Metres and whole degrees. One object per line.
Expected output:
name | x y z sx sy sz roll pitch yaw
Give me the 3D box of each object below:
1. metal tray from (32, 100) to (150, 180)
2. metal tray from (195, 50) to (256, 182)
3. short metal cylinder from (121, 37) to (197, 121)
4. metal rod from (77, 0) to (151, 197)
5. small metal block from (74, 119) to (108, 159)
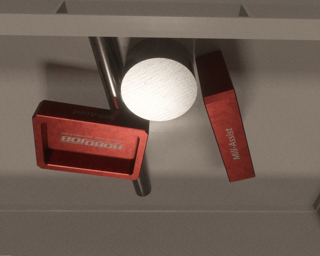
metal tray | -0.084 0.018 0.386 0.131 0.030 0.089 8 130 -7
metal tray | 0.076 -0.012 0.357 0.030 0.090 0.130 -15 129 12
short metal cylinder | -0.001 -0.054 0.347 0.081 0.050 0.079 0 130 0
metal rod | -0.047 -0.013 0.397 0.025 0.025 0.298 -6 130 5
small metal block | -0.088 0.014 0.419 0.050 0.025 0.050 9 130 -8
